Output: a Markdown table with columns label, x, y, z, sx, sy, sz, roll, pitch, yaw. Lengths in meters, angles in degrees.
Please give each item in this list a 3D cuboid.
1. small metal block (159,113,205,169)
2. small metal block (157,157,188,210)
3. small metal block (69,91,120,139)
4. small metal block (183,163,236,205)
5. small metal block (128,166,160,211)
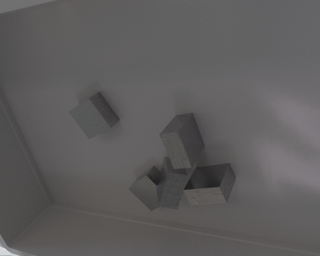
| label | x | y | z | sx | sy | sz | roll | pitch | yaw |
| --- | --- | --- | --- | --- | --- | --- | --- | --- | --- |
| small metal block | 0.029 | 0.016 | 0.387 | 0.025 | 0.050 | 0.050 | -9 | 114 | 32 |
| small metal block | 0.015 | 0.073 | 0.418 | 0.025 | 0.050 | 0.050 | 12 | 106 | -8 |
| small metal block | -0.095 | -0.018 | 0.448 | 0.050 | 0.025 | 0.050 | -25 | 105 | 37 |
| small metal block | 0.066 | 0.073 | 0.403 | 0.050 | 0.050 | 0.025 | -13 | 112 | 33 |
| small metal block | -0.011 | 0.093 | 0.472 | 0.050 | 0.025 | 0.050 | 45 | 129 | -4 |
